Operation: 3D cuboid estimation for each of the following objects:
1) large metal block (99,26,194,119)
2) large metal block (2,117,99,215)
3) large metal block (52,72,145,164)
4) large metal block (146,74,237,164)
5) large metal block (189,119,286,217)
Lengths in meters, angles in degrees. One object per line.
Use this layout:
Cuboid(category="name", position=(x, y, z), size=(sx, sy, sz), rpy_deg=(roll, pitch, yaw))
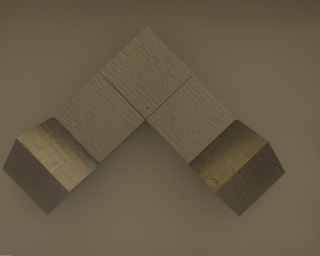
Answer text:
Cuboid(category="large metal block", position=(-0.016, -0.067, 0.397), size=(0.080, 0.050, 0.080), rpy_deg=(-44, 90, 0))
Cuboid(category="large metal block", position=(-0.134, 0.048, 0.374), size=(0.080, 0.050, 0.080), rpy_deg=(46, 133, 0))
Cuboid(category="large metal block", position=(-0.074, -0.011, 0.396), size=(0.080, 0.050, 0.080), rpy_deg=(-44, 90, 0))
Cuboid(category="large metal block", position=(0.040, -0.009, 0.397), size=(0.080, 0.050, 0.080), rpy_deg=(-44, 90, 0))
Cuboid(category="large metal block", position=(0.096, 0.050, 0.377), size=(0.080, 0.050, 0.080), rpy_deg=(-44, 134, 0))
